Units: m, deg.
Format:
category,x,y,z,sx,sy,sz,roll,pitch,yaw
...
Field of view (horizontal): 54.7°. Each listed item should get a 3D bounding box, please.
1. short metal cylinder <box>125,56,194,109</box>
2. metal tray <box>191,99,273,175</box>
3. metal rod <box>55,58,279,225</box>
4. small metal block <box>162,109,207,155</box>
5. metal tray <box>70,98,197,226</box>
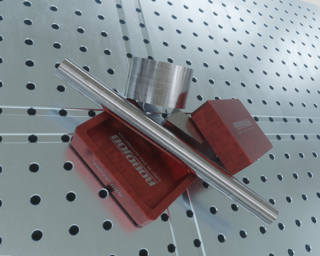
category,x,y,z,sx,sy,sz,roll,pitch,yaw
short metal cylinder,-0.001,-0.058,0.395,0.081,0.080,0.050,8,100,-24
metal tray,0.102,0.005,0.419,0.090,0.030,0.131,57,28,13
metal rod,0.012,0.019,0.360,0.301,0.025,0.025,36,51,-5
small metal block,0.024,0.008,0.394,0.050,0.050,0.025,35,51,-5
metal tray,-0.028,0.035,0.363,0.130,0.030,0.091,49,51,6
